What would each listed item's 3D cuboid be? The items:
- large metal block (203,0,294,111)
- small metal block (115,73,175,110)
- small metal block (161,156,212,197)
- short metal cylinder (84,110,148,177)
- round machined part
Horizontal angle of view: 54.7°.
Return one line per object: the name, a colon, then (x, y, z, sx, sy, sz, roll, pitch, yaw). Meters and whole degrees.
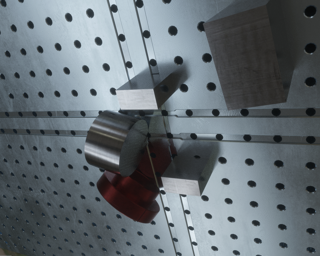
large metal block: (0.086, -0.072, 0.285, 0.050, 0.080, 0.080, -7, 115, 31)
small metal block: (-0.017, -0.044, 0.375, 0.050, 0.050, 0.025, 1, 119, 27)
small metal block: (0.037, 0.063, 0.414, 0.050, 0.050, 0.025, 1, 119, 27)
short metal cylinder: (-0.056, 0.020, 0.416, 0.050, 0.080, 0.079, 17, 125, 18)
round machined part: (-0.039, 0.090, 0.451, 0.098, 0.098, 0.042, 36, 93, 4)
